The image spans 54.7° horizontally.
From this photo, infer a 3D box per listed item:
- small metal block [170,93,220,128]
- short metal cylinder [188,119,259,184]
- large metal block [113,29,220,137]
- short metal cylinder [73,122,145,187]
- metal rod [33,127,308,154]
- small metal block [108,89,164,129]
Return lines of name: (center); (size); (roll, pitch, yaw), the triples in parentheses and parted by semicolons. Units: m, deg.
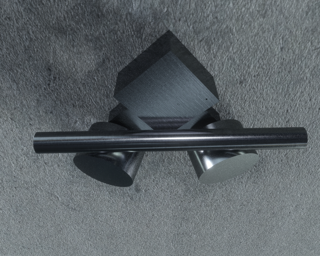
small metal block: (0.043, -0.012, 0.398); (0.050, 0.025, 0.050); (-36, 122, 26)
short metal cylinder: (0.079, 0.032, 0.402); (0.081, 0.050, 0.080); (-15, 150, -9)
large metal block: (0.007, -0.047, 0.350); (0.080, 0.050, 0.080); (-35, 122, 25)
short metal cylinder: (-0.064, 0.036, 0.403); (0.080, 0.050, 0.080); (15, 149, 10)
metal rod: (0.011, 0.014, 0.353); (0.302, 0.025, 0.025); (-1, 130, 0)
small metal block: (-0.030, -0.014, 0.397); (0.050, 0.025, 0.050); (-36, 122, 25)
